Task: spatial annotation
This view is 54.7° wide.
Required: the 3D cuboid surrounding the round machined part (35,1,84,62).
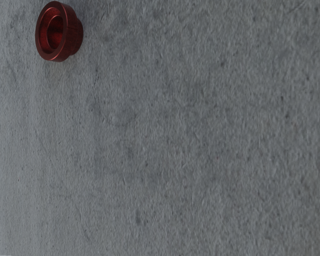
[{"bbox_3d":[-0.169,-0.161,0.530,0.098,0.042,0.097,0,90,39],"label":"round machined part"}]
